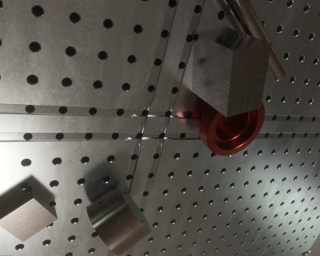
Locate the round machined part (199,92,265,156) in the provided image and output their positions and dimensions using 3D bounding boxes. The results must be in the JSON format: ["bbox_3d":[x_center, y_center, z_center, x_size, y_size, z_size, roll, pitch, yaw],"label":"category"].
[{"bbox_3d":[0.099,-0.011,0.449,0.099,0.042,0.097,-15,126,-21],"label":"round machined part"}]

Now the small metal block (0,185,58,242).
[{"bbox_3d":[-0.166,0.107,0.388,0.050,0.025,0.050,-33,129,-7],"label":"small metal block"}]

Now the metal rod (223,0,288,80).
[{"bbox_3d":[0.087,-0.156,0.364,0.025,0.025,0.301,-47,130,4],"label":"metal rod"}]

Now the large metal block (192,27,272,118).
[{"bbox_3d":[0.082,-0.071,0.379,0.050,0.080,0.079,-15,125,-20],"label":"large metal block"}]

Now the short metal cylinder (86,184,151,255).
[{"bbox_3d":[-0.055,0.123,0.423,0.050,0.080,0.080,-35,129,-5],"label":"short metal cylinder"}]
